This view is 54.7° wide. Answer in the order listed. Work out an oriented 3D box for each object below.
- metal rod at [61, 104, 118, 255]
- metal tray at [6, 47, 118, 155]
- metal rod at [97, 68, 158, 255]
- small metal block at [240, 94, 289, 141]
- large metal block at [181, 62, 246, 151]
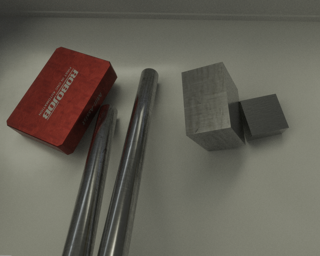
[{"bbox_3d":[-0.069,0.071,0.301,0.025,0.025,0.300,0,38,0],"label":"metal rod"},{"bbox_3d":[-0.127,-0.040,0.411,0.090,0.030,0.130,20,71,18],"label":"metal tray"},{"bbox_3d":[-0.029,0.030,0.332,0.025,0.025,0.300,6,45,2],"label":"metal rod"},{"bbox_3d":[0.136,-0.014,0.416,0.050,0.025,0.050,-12,71,-5],"label":"small metal block"},{"bbox_3d":[0.067,-0.022,0.382,0.050,0.080,0.080,-11,68,23],"label":"large metal block"}]
